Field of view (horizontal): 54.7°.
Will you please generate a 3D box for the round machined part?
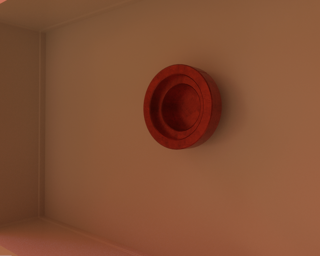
[{"bbox_3d":[0.030,-0.024,0.369,0.098,0.042,0.097,0,90,39],"label":"round machined part"}]
